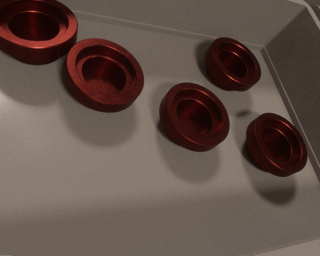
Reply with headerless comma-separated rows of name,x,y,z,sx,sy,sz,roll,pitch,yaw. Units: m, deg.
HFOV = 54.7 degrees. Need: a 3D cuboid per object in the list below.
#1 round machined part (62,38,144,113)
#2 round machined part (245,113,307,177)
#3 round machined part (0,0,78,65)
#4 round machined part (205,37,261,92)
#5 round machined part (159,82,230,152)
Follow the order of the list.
round machined part,-0.073,-0.061,0.392,0.099,0.042,0.098,14,57,-23
round machined part,0.171,0.029,0.472,0.099,0.042,0.098,14,56,-21
round machined part,-0.152,-0.115,0.377,0.099,0.042,0.098,10,53,-13
round machined part,0.117,-0.102,0.522,0.099,0.042,0.098,14,56,-21
round machined part,0.043,-0.011,0.426,0.099,0.042,0.098,14,56,-21
